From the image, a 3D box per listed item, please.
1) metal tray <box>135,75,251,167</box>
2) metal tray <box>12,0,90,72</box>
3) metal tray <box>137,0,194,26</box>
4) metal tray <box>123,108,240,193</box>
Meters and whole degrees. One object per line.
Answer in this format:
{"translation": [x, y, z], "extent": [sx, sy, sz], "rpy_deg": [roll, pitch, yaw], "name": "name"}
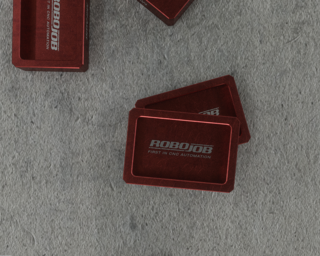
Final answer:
{"translation": [0.042, -0.009, 0.407], "extent": [0.131, 0.030, 0.090], "rpy_deg": [-16, 90, 0], "name": "metal tray"}
{"translation": [-0.141, -0.141, 0.406], "extent": [0.091, 0.030, 0.129], "rpy_deg": [1, 90, 0], "name": "metal tray"}
{"translation": [-0.007, -0.211, 0.407], "extent": [0.130, 0.030, 0.090], "rpy_deg": [39, 90, 0], "name": "metal tray"}
{"translation": [0.025, 0.026, 0.376], "extent": [0.131, 0.030, 0.089], "rpy_deg": [5, 90, 0], "name": "metal tray"}
